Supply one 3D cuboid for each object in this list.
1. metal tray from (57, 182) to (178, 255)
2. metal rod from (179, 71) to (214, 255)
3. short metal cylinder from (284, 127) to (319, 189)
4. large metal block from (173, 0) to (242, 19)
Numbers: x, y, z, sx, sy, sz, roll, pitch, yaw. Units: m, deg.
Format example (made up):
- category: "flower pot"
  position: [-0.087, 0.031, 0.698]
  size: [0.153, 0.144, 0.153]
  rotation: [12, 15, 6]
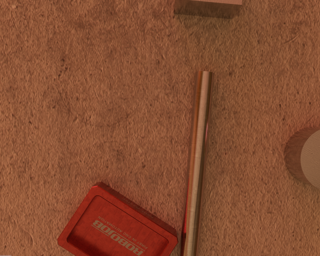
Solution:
- category: "metal tray"
  position: [-0.053, 0.143, 0.406]
  size: [0.130, 0.030, 0.090]
  rotation: [33, 90, -1]
- category: "metal rod"
  position: [0.046, 0.075, 0.410]
  size: [0.025, 0.025, 0.298]
  rotation: [5, 90, -1]
- category: "short metal cylinder"
  position: [0.210, 0.038, 0.400]
  size: [0.081, 0.050, 0.079]
  rotation: [0, 90, -1]
- category: "large metal block"
  position: [0.062, -0.192, 0.398]
  size: [0.081, 0.050, 0.079]
  rotation: [5, 90, -1]
